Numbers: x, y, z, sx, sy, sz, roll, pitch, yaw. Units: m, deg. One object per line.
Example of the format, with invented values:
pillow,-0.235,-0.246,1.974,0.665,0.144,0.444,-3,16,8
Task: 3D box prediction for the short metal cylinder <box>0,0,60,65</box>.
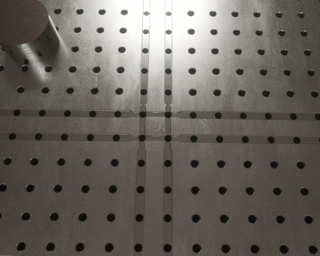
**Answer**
short metal cylinder,-0.193,-0.139,0.447,0.081,0.050,0.080,0,70,-1
